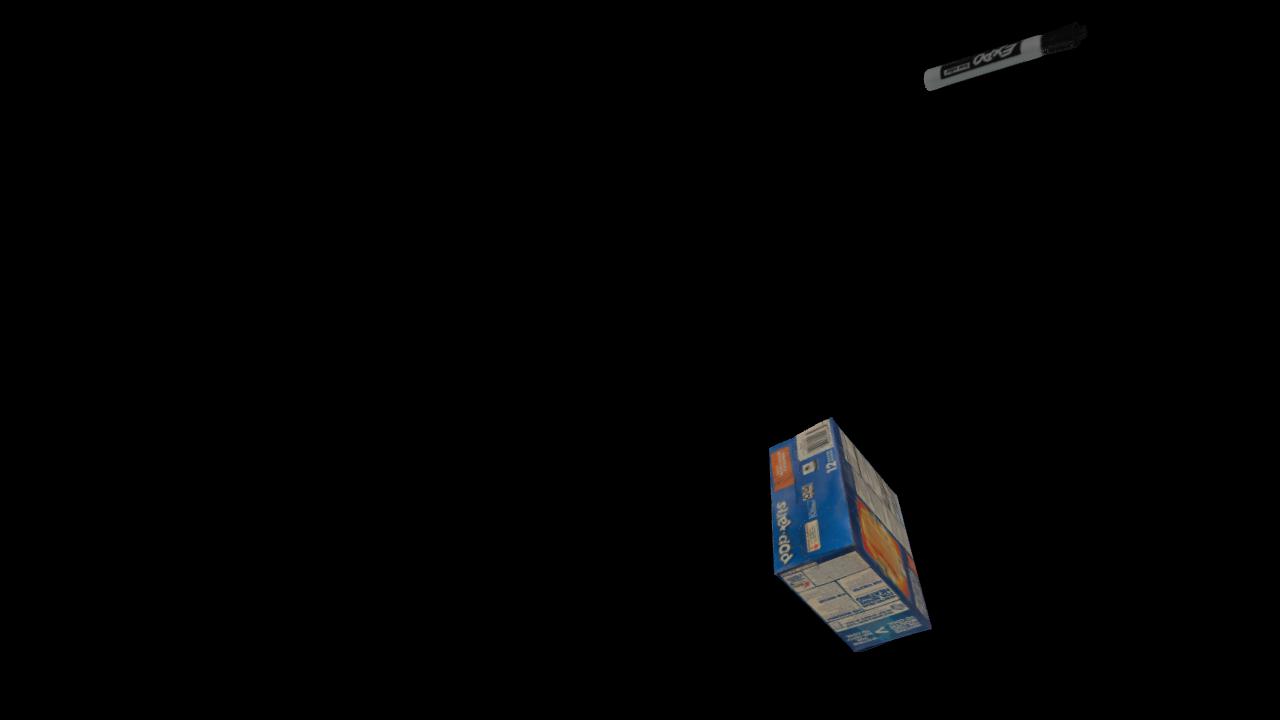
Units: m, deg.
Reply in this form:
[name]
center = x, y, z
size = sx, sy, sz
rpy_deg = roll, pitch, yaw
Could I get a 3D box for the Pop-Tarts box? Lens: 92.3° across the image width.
[Pop-Tarts box]
center = 0.203, 0.171, 0.617
size = 0.083, 0.141, 0.167
rpy_deg = -32, 24, 28

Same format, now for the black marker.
[black marker]
center = 0.301, -0.252, 0.514
size = 0.020, 0.020, 0.121
rpy_deg = 0, 3, -39
